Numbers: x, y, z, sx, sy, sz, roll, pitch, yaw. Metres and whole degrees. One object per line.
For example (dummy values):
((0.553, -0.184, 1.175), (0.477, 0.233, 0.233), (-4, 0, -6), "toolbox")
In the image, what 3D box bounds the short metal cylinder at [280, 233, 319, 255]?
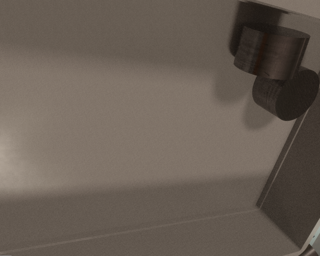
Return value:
((0.341, 0.307, 0.757), (0.050, 0.080, 0.080), (-35, 129, -6), "short metal cylinder")

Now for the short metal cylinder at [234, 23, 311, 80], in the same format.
((0.139, -0.099, 0.390), (0.081, 0.080, 0.050), (-7, 122, -26), "short metal cylinder")

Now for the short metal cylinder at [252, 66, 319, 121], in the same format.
((0.187, -0.057, 0.462), (0.081, 0.050, 0.079), (-14, 125, -21), "short metal cylinder")
